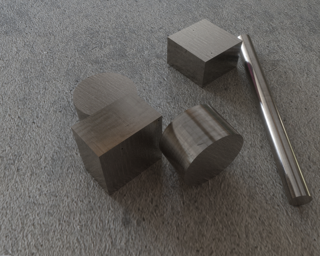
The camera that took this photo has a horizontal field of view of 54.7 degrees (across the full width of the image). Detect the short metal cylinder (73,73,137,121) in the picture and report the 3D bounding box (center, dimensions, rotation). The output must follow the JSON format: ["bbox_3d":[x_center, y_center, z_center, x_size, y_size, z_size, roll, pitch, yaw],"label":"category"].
[{"bbox_3d":[-0.069,-0.028,0.410,0.081,0.050,0.080,0,50,0],"label":"short metal cylinder"}]

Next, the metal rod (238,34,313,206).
[{"bbox_3d":[0.148,-0.035,0.433,0.025,0.025,0.300,-1,50,-1],"label":"metal rod"}]

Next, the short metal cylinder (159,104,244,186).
[{"bbox_3d":[0.046,0.020,0.351,0.081,0.080,0.050,-25,55,-20],"label":"short metal cylinder"}]

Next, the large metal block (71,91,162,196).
[{"bbox_3d":[-0.044,0.018,0.352,0.080,0.080,0.050,-34,58,-25],"label":"large metal block"}]

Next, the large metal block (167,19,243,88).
[{"bbox_3d":[0.068,-0.119,0.488,0.080,0.050,0.080,-33,58,-25],"label":"large metal block"}]
